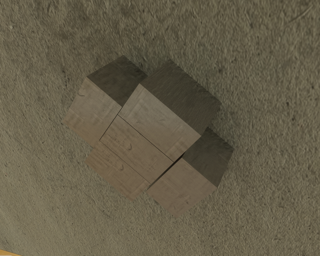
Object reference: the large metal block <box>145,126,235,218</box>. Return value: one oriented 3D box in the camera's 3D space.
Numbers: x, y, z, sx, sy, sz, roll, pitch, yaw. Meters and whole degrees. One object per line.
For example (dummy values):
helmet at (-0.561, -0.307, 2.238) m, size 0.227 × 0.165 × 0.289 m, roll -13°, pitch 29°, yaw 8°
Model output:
large metal block at (0.038, 0.052, 0.384) m, size 0.050 × 0.080 × 0.080 m, roll 41°, pitch 129°, yaw 0°

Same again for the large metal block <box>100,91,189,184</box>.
large metal block at (-0.012, 0.007, 0.382) m, size 0.080 × 0.080 × 0.050 m, roll 41°, pitch 129°, yaw 0°

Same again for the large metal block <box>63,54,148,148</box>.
large metal block at (-0.063, -0.034, 0.384) m, size 0.050 × 0.080 × 0.080 m, roll 41°, pitch 129°, yaw 0°

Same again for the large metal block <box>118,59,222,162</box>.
large metal block at (0.014, -0.023, 0.351) m, size 0.080 × 0.080 × 0.050 m, roll 41°, pitch 129°, yaw 0°

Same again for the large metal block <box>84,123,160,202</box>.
large metal block at (-0.038, 0.036, 0.414) m, size 0.080 × 0.080 × 0.050 m, roll 41°, pitch 129°, yaw 0°
